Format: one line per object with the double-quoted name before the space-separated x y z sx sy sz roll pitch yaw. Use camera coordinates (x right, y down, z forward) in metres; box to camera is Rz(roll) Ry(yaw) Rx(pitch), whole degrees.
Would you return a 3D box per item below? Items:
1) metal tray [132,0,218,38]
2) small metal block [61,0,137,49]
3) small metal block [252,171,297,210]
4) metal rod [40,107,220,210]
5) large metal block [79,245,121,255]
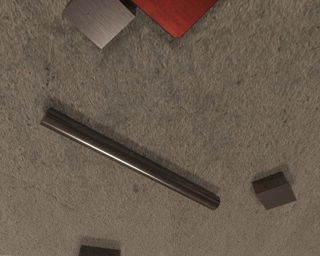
"metal tray" 0.028 -0.156 0.272 0.090 0.030 0.130 35 122 -26
"small metal block" -0.059 -0.116 0.307 0.050 0.025 0.050 -35 122 26
"small metal block" 0.183 0.101 0.497 0.050 0.025 0.050 -26 126 20
"metal rod" -0.027 0.055 0.453 0.301 0.025 0.025 31 124 -24
"large metal block" -0.131 0.288 0.635 0.081 0.050 0.079 12 129 -11
